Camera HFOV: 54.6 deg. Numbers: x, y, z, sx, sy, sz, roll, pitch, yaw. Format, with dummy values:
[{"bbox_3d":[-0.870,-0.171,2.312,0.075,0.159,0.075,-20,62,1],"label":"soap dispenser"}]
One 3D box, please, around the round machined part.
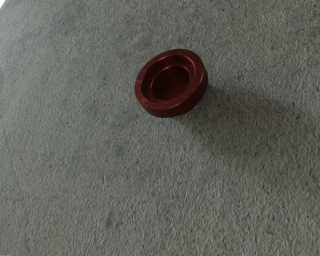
[{"bbox_3d":[0.018,-0.055,0.418,0.098,0.042,0.098,-13,56,21],"label":"round machined part"}]
